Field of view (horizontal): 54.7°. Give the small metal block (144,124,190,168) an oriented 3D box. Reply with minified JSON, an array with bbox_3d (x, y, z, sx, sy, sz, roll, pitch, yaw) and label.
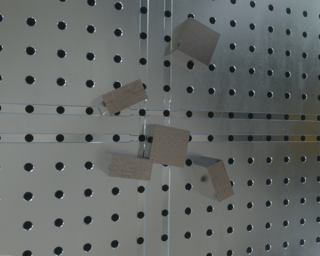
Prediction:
[{"bbox_3d":[0.009,0.024,0.417,0.050,0.025,0.050,11,86,-20],"label":"small metal block"}]

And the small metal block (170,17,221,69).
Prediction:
[{"bbox_3d":[0.049,-0.117,0.432,0.050,0.025,0.050,24,82,-19],"label":"small metal block"}]

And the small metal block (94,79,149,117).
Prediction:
[{"bbox_3d":[-0.049,-0.036,0.382,0.050,0.050,0.025,-27,99,-18],"label":"small metal block"}]

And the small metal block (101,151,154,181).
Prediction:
[{"bbox_3d":[-0.042,0.047,0.385,0.050,0.050,0.025,10,87,-20],"label":"small metal block"}]

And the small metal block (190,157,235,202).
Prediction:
[{"bbox_3d":[0.071,0.069,0.427,0.025,0.050,0.050,-23,98,-19],"label":"small metal block"}]
